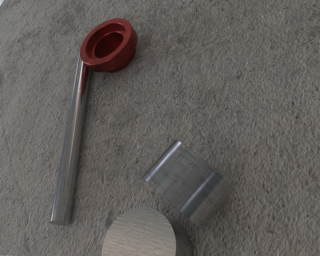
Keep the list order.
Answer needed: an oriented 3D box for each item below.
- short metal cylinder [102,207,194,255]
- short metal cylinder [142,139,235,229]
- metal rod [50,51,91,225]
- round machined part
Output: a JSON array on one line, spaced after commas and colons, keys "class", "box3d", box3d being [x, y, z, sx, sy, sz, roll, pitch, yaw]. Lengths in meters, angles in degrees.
[{"class": "short metal cylinder", "box3d": [-0.011, 0.127, 0.316, 0.080, 0.050, 0.080, -13, 56, 21]}, {"class": "short metal cylinder", "box3d": [0.029, 0.057, 0.319, 0.050, 0.080, 0.080, -49, 51, -6]}, {"class": "metal rod", "box3d": [-0.130, -0.006, 0.475, 0.025, 0.025, 0.299, -14, 56, 20]}, {"class": "round machined part", "box3d": [-0.080, -0.132, 0.516, 0.098, 0.042, 0.098, -13, 56, 21]}]
